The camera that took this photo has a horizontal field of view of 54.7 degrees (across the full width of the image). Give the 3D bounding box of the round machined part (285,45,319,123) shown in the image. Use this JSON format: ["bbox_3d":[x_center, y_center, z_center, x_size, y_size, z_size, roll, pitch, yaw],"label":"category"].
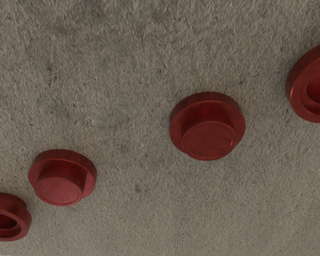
[{"bbox_3d":[0.192,-0.056,0.350,0.099,0.042,0.097,0,130,0],"label":"round machined part"}]

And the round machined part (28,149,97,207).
[{"bbox_3d":[-0.147,0.081,0.463,0.099,0.042,0.097,0,130,0],"label":"round machined part"}]

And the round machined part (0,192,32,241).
[{"bbox_3d":[-0.264,0.145,0.517,0.099,0.042,0.097,0,130,0],"label":"round machined part"}]

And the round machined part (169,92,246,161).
[{"bbox_3d":[0.061,0.005,0.401,0.099,0.042,0.097,0,130,0],"label":"round machined part"}]
